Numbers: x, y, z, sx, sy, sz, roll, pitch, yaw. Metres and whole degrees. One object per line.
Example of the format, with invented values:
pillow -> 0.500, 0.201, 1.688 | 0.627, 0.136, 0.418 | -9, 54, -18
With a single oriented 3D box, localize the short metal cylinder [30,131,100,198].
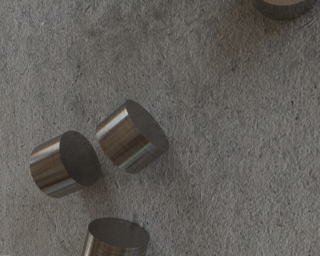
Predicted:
short metal cylinder -> -0.128, 0.050, 0.425 | 0.050, 0.080, 0.080 | -24, 82, 18

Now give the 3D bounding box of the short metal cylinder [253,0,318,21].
short metal cylinder -> 0.142, -0.168, 0.346 | 0.080, 0.050, 0.080 | 0, 90, 20

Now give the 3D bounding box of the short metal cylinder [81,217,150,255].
short metal cylinder -> -0.058, 0.157, 0.400 | 0.080, 0.080, 0.050 | 16, 96, 19

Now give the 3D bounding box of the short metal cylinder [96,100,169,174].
short metal cylinder -> -0.034, 0.011, 0.392 | 0.050, 0.080, 0.080 | -39, 78, 16
